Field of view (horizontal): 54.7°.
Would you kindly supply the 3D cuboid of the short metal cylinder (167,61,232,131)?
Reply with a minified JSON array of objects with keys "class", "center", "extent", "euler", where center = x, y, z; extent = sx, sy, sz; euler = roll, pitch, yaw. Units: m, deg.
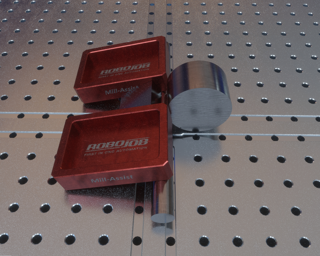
[{"class":"short metal cylinder","center":[0.049,-0.040,0.401],"extent":[0.081,0.080,0.050],"euler":[0,50,0]}]

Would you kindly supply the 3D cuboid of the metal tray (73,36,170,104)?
[{"class":"metal tray","center":[-0.053,-0.086,0.454],"extent":[0.131,0.030,0.090],"euler":[-8,49,9]}]

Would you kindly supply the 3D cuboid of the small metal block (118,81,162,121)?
[{"class":"small metal block","center":[-0.026,-0.029,0.413],"extent":[0.050,0.025,0.050],"euler":[-21,45,24]}]

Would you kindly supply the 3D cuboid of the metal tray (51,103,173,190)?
[{"class":"metal tray","center":[-0.052,0.021,0.364],"extent":[0.131,0.030,0.090],"euler":[-8,50,9]}]

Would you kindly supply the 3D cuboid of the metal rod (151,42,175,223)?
[{"class":"metal rod","center":[0.004,-0.020,0.419],"extent":[0.025,0.025,0.300],"euler":[0,50,0]}]
